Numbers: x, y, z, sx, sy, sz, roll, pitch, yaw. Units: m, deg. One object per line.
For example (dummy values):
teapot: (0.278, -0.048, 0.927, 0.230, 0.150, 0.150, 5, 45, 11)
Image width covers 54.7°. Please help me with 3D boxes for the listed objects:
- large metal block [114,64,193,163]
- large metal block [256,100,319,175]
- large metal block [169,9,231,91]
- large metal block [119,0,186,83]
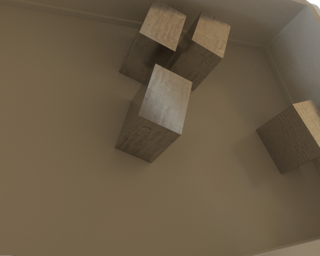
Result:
large metal block: (-0.008, -0.015, 0.375, 0.050, 0.080, 0.080, 25, 53, -13)
large metal block: (0.208, 0.015, 0.473, 0.050, 0.080, 0.080, -12, 68, -33)
large metal block: (0.058, -0.118, 0.473, 0.050, 0.080, 0.080, 28, 52, -11)
large metal block: (-0.011, -0.118, 0.437, 0.050, 0.080, 0.080, 26, 53, -13)
